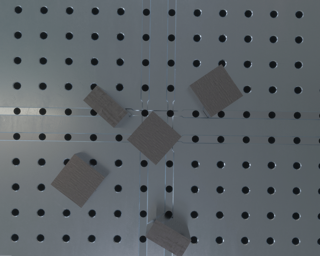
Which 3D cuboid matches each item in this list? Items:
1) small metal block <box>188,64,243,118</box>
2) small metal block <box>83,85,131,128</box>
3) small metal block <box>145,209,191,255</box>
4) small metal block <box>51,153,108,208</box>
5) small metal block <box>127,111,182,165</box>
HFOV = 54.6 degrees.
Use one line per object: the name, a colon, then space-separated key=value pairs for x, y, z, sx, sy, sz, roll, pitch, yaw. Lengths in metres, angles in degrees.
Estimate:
small metal block: x=0.073 y=-0.048 z=0.414 sx=0.050 sy=0.025 sz=0.050 roll=-34 pitch=90 yaw=0
small metal block: x=-0.066 y=-0.026 z=0.400 sx=0.050 sy=0.050 sz=0.025 roll=42 pitch=90 yaw=0
small metal block: x=0.010 y=0.134 z=0.401 sx=0.050 sy=0.050 sz=0.025 roll=31 pitch=90 yaw=0
small metal block: x=-0.106 y=0.068 z=0.413 sx=0.050 sy=0.025 sz=0.050 roll=38 pitch=90 yaw=0
small metal block: x=-0.007 y=0.013 z=0.413 sx=0.050 sy=0.025 sz=0.050 roll=42 pitch=90 yaw=0
